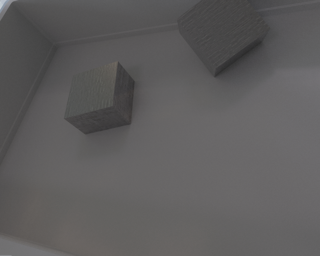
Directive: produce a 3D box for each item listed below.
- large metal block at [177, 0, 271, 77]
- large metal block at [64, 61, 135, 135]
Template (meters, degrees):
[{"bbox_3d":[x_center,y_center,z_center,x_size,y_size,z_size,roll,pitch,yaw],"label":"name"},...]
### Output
[{"bbox_3d":[0.080,-0.126,0.403,0.080,0.050,0.080,-37,83,4],"label":"large metal block"},{"bbox_3d":[-0.088,-0.044,0.463,0.080,0.050,0.080,-12,57,21],"label":"large metal block"}]
